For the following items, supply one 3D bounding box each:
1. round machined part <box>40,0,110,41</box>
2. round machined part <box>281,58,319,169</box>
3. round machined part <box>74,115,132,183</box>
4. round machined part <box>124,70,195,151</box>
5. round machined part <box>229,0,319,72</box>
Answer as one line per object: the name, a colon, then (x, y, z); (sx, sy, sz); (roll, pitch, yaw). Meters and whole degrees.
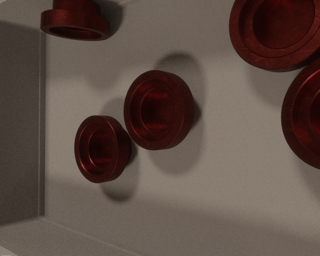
round machined part: (-0.124, -0.161, 0.459); (0.098, 0.099, 0.042); (7, 95, 39)
round machined part: (0.155, -0.011, 0.255); (0.098, 0.042, 0.098); (-19, 67, 53)
round machined part: (-0.080, 0.030, 0.460); (0.098, 0.042, 0.097); (0, 90, 39)
round machined part: (0.003, -0.021, 0.391); (0.098, 0.042, 0.097); (0, 90, 39)
round machined part: (0.120, -0.102, 0.296); (0.098, 0.042, 0.097); (0, 90, 39)
